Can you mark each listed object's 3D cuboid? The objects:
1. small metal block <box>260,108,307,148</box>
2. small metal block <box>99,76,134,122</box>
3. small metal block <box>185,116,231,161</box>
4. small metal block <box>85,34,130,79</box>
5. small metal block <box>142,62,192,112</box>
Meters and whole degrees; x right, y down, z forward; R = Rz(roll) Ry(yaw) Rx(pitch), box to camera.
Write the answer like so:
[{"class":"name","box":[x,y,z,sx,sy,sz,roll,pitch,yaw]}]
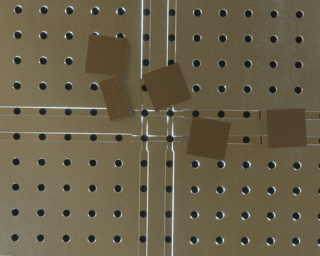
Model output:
[{"class":"small metal block","box":[0.164,0.000,0.414,0.050,0.025,0.050,-3,90,0]},{"class":"small metal block","box":[-0.055,-0.036,0.401,0.025,0.050,0.050,-16,90,0]},{"class":"small metal block","box":[0.063,0.014,0.414,0.050,0.025,0.050,10,90,0]},{"class":"small metal block","box":[-0.069,-0.094,0.413,0.050,0.025,0.050,7,90,0]},{"class":"small metal block","box":[0.009,-0.054,0.413,0.050,0.025,0.050,-20,90,0]}]
